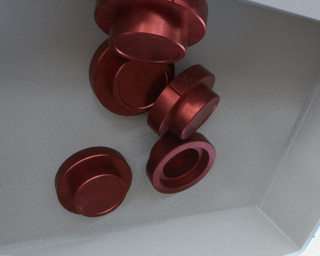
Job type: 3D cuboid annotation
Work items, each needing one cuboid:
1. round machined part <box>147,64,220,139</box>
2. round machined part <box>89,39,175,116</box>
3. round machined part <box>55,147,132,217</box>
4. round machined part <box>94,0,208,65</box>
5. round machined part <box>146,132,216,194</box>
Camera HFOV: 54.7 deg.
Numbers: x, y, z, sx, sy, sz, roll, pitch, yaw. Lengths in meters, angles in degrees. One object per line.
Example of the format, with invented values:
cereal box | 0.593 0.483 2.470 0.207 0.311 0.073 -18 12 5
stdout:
round machined part | 0.034 -0.024 0.372 0.098 0.042 0.098 -43 163 -16
round machined part | -0.026 -0.056 0.350 0.099 0.042 0.097 -14 125 -21
round machined part | -0.082 0.076 0.401 0.099 0.042 0.097 -14 125 -21
round machined part | -0.009 -0.088 0.273 0.099 0.098 0.042 12 81 -34
round machined part | 0.025 0.043 0.434 0.099 0.042 0.097 -18 134 -19
